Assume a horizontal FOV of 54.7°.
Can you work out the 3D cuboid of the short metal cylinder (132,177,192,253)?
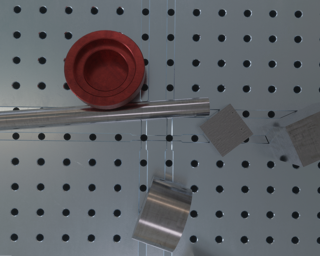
[{"bbox_3d":[0.002,0.106,0.386,0.050,0.080,0.080,20,90,0],"label":"short metal cylinder"}]

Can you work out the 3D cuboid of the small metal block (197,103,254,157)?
[{"bbox_3d":[0.086,0.003,0.414,0.050,0.025,0.050,-37,90,0],"label":"small metal block"}]

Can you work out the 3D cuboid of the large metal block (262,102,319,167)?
[{"bbox_3d":[0.187,0.005,0.387,0.080,0.080,0.050,-24,90,0],"label":"large metal block"}]

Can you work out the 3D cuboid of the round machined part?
[{"bbox_3d":[-0.068,-0.071,0.399,0.099,0.042,0.098,0,80,-1],"label":"round machined part"}]

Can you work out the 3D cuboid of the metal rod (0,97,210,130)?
[{"bbox_3d":[-0.086,-0.019,0.412,0.302,0.025,0.025,-4,90,0],"label":"metal rod"}]
